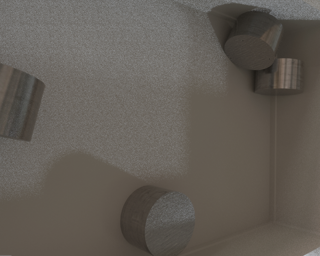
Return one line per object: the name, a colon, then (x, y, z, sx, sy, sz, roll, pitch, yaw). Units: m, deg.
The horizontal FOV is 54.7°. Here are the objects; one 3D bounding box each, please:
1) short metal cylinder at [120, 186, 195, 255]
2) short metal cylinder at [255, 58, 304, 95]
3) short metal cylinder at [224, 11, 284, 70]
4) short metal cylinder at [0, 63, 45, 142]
short metal cylinder: (-0.002, 0.116, 0.389, 0.081, 0.050, 0.080, 0, 90, -40)
short metal cylinder: (0.210, -0.088, 0.546, 0.081, 0.080, 0.050, 5, 87, -40)
short metal cylinder: (0.150, -0.138, 0.496, 0.080, 0.080, 0.050, 40, 66, -33)
short metal cylinder: (-0.142, -0.022, 0.252, 0.080, 0.080, 0.050, 18, 79, -39)
